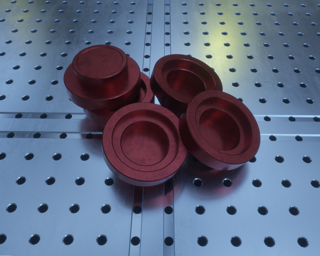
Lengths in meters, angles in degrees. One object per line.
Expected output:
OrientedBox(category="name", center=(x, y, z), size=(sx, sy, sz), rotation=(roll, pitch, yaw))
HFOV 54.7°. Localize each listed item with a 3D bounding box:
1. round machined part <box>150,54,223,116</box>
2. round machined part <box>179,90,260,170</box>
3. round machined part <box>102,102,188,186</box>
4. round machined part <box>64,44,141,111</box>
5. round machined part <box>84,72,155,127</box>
OrientedBox(category="round machined part", center=(0.033, -0.055, 0.431), size=(0.099, 0.042, 0.098), rotation=(11, 50, -13))
OrientedBox(category="round machined part", center=(0.068, 0.006, 0.377), size=(0.099, 0.042, 0.098), rotation=(11, 59, -18))
OrientedBox(category="round machined part", center=(-0.019, 0.022, 0.367), size=(0.099, 0.042, 0.098), rotation=(5, 64, -9))
OrientedBox(category="round machined part", center=(-0.075, -0.071, 0.400), size=(0.099, 0.042, 0.098), rotation=(0, 50, 0))
OrientedBox(category="round machined part", center=(-0.056, -0.037, 0.426), size=(0.099, 0.042, 0.098), rotation=(0, 50, 0))
